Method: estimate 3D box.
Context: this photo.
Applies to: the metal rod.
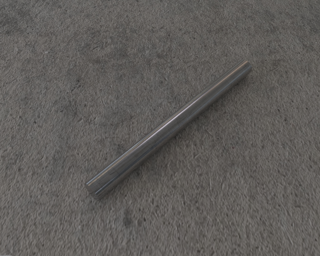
[{"bbox_3d":[0.028,-0.012,0.413,0.025,0.025,0.302,36,59,26],"label":"metal rod"}]
